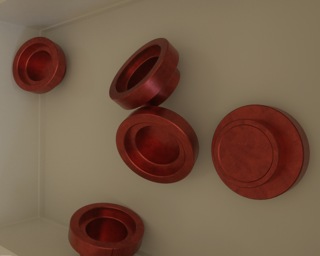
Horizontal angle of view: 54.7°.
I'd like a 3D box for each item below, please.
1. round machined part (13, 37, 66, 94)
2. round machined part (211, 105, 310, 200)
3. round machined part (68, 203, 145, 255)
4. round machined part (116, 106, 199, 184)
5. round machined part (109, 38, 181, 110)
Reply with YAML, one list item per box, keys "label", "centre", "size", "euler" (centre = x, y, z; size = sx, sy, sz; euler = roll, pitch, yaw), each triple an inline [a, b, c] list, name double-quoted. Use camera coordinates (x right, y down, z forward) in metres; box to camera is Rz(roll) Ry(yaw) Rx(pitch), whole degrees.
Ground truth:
- label: "round machined part"
  centre: [-0.208, -0.107, 0.550]
  size: [0.098, 0.042, 0.097]
  euler: [-3, 81, 20]
- label: "round machined part"
  centre: [0.095, 0.025, 0.317]
  size: [0.098, 0.042, 0.097]
  euler: [0, 90, 39]
- label: "round machined part"
  centre: [-0.073, 0.146, 0.418]
  size: [0.098, 0.099, 0.042]
  euler: [26, 112, 37]
- label: "round machined part"
  centre: [0.000, 0.016, 0.375]
  size: [0.098, 0.042, 0.097]
  euler: [11, 124, 18]
- label: "round machined part"
  centre: [-0.014, -0.061, 0.385]
  size: [0.098, 0.042, 0.098]
  euler: [-32, 34, 26]
